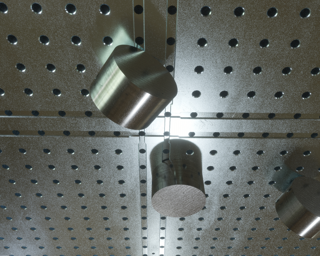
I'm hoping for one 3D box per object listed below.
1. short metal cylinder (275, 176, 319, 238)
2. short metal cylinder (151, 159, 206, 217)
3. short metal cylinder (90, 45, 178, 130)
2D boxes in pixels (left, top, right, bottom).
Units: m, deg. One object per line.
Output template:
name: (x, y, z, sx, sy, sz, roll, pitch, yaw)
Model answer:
short metal cylinder: (0.231, 0.123, 0.484, 0.081, 0.080, 0.050, 12, 129, -11)
short metal cylinder: (0.027, 0.093, 0.475, 0.081, 0.050, 0.079, 0, 130, 0)
short metal cylinder: (-0.028, -0.044, 0.337, 0.080, 0.080, 0.050, 28, 125, -22)
